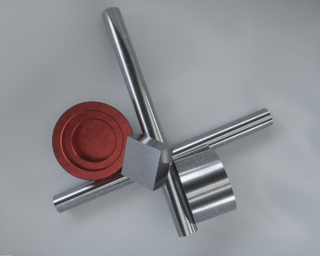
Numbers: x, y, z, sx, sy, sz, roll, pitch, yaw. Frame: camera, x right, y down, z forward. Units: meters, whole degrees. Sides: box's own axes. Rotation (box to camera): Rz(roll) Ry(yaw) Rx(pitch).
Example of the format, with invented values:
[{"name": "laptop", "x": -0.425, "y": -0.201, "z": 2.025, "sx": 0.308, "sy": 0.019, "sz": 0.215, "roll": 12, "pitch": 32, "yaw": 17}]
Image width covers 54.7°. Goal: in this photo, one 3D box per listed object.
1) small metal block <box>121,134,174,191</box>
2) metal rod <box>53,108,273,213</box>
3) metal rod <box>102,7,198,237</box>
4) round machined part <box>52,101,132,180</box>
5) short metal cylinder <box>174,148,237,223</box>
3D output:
[{"name": "small metal block", "x": -0.016, "y": 0.039, "z": 0.369, "sx": 0.050, "sy": 0.025, "sz": 0.050, "roll": 21, "pitch": 109, "yaw": 32}, {"name": "metal rod", "x": 0.005, "y": 0.043, "z": 0.410, "sx": 0.301, "sy": 0.025, "sz": 0.025, "roll": -23, "pitch": 90, "yaw": -1}, {"name": "metal rod", "x": -0.015, "y": -0.013, "z": 0.392, "sx": 0.025, "sy": 0.025, "sz": 0.299, "roll": -19, "pitch": 83, "yaw": 0}, {"name": "round machined part", "x": -0.084, "y": 0.016, "z": 0.401, "sx": 0.099, "sy": 0.042, "sz": 0.097, "roll": 0, "pitch": 90, "yaw": -1}, {"name": "short metal cylinder", "x": 0.054, "y": 0.071, "z": 0.383, "sx": 0.050, "sy": 0.080, "sz": 0.080, "roll": -20, "pitch": 90, "yaw": 0}]
